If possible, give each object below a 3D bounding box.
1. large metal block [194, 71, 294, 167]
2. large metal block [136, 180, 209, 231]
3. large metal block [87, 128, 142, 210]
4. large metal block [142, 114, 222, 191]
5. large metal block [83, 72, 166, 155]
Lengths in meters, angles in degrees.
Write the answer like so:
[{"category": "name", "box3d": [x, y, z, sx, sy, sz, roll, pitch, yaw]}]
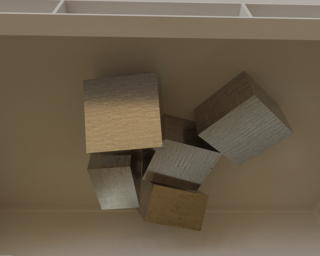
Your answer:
[{"category": "large metal block", "box3d": [0.101, -0.009, 0.385, 0.080, 0.050, 0.080, 36, 121, -27]}, {"category": "large metal block", "box3d": [0.014, 0.108, 0.455, 0.081, 0.080, 0.050, 14, 86, -14]}, {"category": "large metal block", "box3d": [-0.056, 0.051, 0.414, 0.050, 0.080, 0.080, -4, 130, 3]}, {"category": "large metal block", "box3d": [0.027, 0.035, 0.422, 0.081, 0.050, 0.079, 15, 129, -13]}, {"category": "large metal block", "box3d": [-0.038, -0.013, 0.352, 0.080, 0.080, 0.050, -5, 172, 5]}]
